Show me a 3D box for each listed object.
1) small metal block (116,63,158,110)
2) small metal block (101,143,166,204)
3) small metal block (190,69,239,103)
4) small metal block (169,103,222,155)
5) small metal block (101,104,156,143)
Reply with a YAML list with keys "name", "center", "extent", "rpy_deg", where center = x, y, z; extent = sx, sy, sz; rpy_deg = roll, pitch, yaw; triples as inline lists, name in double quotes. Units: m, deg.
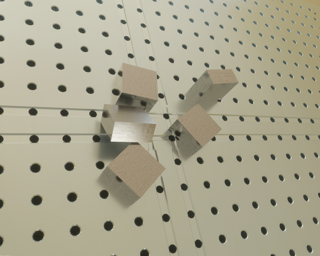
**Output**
- name: "small metal block"
  center: [-0.032, -0.057, 0.425]
  extent: [0.050, 0.025, 0.050]
  rpy_deg: [11, 57, -22]
- name: "small metal block"
  center: [-0.030, 0.050, 0.361]
  extent: [0.050, 0.025, 0.050]
  rpy_deg: [43, 51, 2]
- name: "small metal block"
  center: [0.082, -0.065, 0.475]
  extent: [0.050, 0.050, 0.025]
  rpy_deg: [-8, 66, -32]
- name: "small metal block"
  center: [0.050, 0.001, 0.434]
  extent: [0.050, 0.025, 0.050]
  rpy_deg: [48, 51, 6]
- name: "small metal block"
  center: [-0.039, -0.006, 0.375]
  extent: [0.050, 0.025, 0.050]
  rpy_deg: [3, 25, -27]
